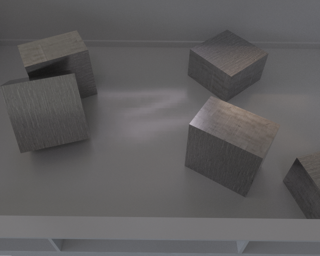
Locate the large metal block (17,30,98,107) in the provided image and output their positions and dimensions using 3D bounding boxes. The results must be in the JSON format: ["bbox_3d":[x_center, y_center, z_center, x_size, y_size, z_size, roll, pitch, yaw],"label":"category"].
[{"bbox_3d":[-0.141,-0.080,0.435,0.081,0.080,0.050,-21,53,-17],"label":"large metal block"}]

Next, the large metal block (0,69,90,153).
[{"bbox_3d":[-0.135,-0.023,0.378,0.081,0.079,0.050,-12,18,-10],"label":"large metal block"}]

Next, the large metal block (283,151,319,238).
[{"bbox_3d":[0.196,0.068,0.333,0.081,0.050,0.080,-13,51,-11],"label":"large metal block"}]

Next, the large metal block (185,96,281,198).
[{"bbox_3d":[0.078,0.022,0.351,0.080,0.080,0.050,26,55,20],"label":"large metal block"}]

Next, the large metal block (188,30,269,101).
[{"bbox_3d":[0.101,-0.096,0.470,0.080,0.050,0.080,-33,57,-24],"label":"large metal block"}]
